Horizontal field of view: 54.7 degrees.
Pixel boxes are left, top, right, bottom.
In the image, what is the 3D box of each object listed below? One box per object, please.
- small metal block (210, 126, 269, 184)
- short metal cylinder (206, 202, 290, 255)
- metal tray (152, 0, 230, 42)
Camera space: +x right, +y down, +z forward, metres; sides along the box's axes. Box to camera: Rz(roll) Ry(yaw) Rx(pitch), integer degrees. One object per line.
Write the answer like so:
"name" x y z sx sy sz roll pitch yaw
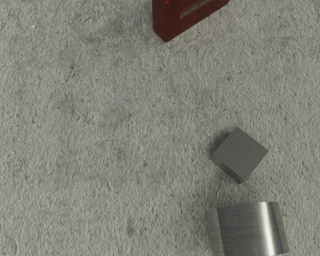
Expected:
"small metal block" 0.101 0.035 0.396 0.050 0.025 0.050 40 75 13
"short metal cylinder" 0.094 0.112 0.339 0.081 0.080 0.050 -6 70 -2
"metal tray" 0.050 -0.189 0.442 0.131 0.090 0.030 -35 74 -12
